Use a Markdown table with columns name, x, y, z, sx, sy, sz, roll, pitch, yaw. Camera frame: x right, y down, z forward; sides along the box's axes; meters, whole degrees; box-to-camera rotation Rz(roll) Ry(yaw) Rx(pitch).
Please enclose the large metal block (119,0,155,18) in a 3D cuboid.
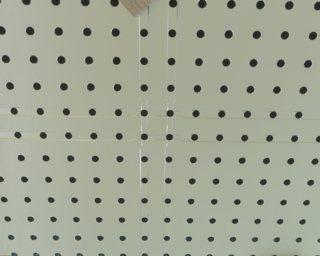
| name | x | y | z | sx | sy | sz | roll | pitch | yaw |
| --- | --- | --- | --- | --- | --- | --- | --- | --- | --- |
| large metal block | -0.024 | -0.179 | 0.334 | 0.080 | 0.050 | 0.080 | -39 | 106 | 13 |
